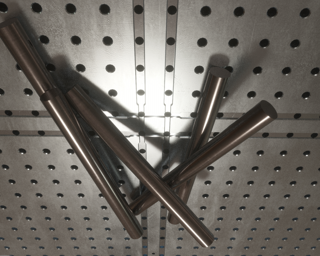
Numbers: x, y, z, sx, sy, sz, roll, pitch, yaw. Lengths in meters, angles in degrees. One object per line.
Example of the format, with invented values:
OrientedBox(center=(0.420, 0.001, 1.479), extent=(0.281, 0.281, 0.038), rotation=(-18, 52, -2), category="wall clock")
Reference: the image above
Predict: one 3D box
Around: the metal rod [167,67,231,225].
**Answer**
OrientedBox(center=(0.047, 0.048, 0.453), extent=(0.025, 0.025, 0.298), rotation=(6, 130, -6), category="metal rod")

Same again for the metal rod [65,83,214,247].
OrientedBox(center=(-0.018, 0.063, 0.422), extent=(0.025, 0.025, 0.300), rotation=(-31, 111, 23), category="metal rod")

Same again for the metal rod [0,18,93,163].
OrientedBox(center=(-0.116, 0.002, 0.411), extent=(0.025, 0.025, 0.299), rotation=(-13, 129, 10), category="metal rod")

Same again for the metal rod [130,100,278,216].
OrientedBox(center=(0.037, 0.059, 0.431), extent=(0.025, 0.025, 0.298), rotation=(26, 135, -21), category="metal rod")

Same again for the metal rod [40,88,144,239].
OrientedBox(center=(-0.082, 0.071, 0.441), extent=(0.025, 0.025, 0.299), rotation=(-13, 129, 10), category="metal rod")
